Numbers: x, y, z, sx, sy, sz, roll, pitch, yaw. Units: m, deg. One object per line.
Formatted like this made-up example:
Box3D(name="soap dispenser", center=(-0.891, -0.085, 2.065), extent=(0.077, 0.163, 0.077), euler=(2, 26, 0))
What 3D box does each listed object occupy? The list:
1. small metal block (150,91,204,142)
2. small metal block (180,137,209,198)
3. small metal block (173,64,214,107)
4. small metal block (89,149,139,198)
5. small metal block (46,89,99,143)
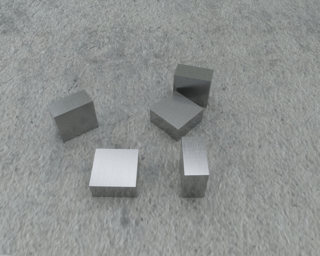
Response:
Box3D(name="small metal block", center=(0.022, -0.017, 0.418), extent=(0.050, 0.025, 0.050), euler=(37, 59, 26))
Box3D(name="small metal block", center=(0.037, 0.045, 0.350), extent=(0.025, 0.050, 0.050), euler=(-1, 50, -1))
Box3D(name="small metal block", center=(0.046, -0.060, 0.438), extent=(0.050, 0.050, 0.025), euler=(12, 51, 9))
Box3D(name="small metal block", center=(-0.051, 0.052, 0.359), extent=(0.050, 0.025, 0.050), euler=(1, 50, 0))
Box3D(name="small metal block", center=(-0.111, -0.015, 0.398), extent=(0.050, 0.050, 0.025), euler=(-27, 55, -21))
